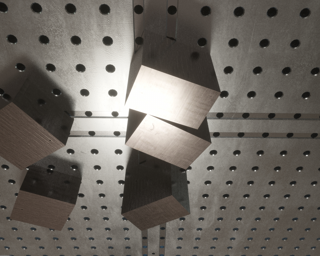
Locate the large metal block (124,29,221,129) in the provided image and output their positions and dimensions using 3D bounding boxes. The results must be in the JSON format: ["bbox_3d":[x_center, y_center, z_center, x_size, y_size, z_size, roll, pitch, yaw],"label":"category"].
[{"bbox_3d":[0.011,-0.053,0.331,0.081,0.080,0.050,17,128,-14],"label":"large metal block"}]

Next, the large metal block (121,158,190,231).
[{"bbox_3d":[-0.006,0.092,0.454,0.080,0.080,0.050,-25,126,19],"label":"large metal block"}]

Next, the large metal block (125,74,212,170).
[{"bbox_3d":[0.009,-0.008,0.369,0.080,0.080,0.050,24,126,-20],"label":"large metal block"}]

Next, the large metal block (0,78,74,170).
[{"bbox_3d":[-0.172,-0.002,0.391,0.080,0.050,0.080,-27,125,21],"label":"large metal block"}]

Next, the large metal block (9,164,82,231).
[{"bbox_3d":[-0.179,0.111,0.487,0.080,0.050,0.079,21,127,-17],"label":"large metal block"}]
